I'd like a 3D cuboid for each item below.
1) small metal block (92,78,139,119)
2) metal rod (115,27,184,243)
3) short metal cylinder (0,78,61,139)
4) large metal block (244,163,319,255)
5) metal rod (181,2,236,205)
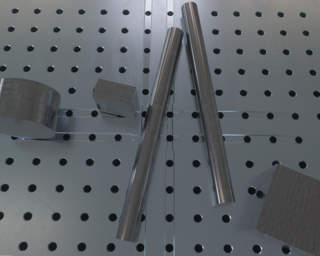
[{"bbox_3d":[-0.057,-0.038,0.412,0.050,0.050,0.025,13,71,5],"label":"small metal block"},{"bbox_3d":[-0.009,-0.006,0.413,0.025,0.025,0.299,12,70,4],"label":"metal rod"},{"bbox_3d":[-0.170,-0.022,0.389,0.080,0.080,0.050,3,70,1],"label":"short metal cylinder"},{"bbox_3d":[0.156,0.099,0.363,0.080,0.050,0.080,23,72,8],"label":"large metal block"},{"bbox_3d":[0.063,-0.047,0.429,0.025,0.025,0.299,-6,70,-2],"label":"metal rod"}]
